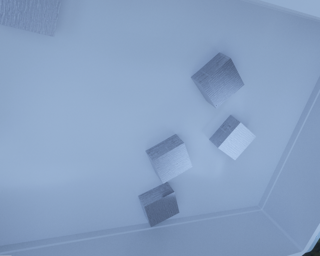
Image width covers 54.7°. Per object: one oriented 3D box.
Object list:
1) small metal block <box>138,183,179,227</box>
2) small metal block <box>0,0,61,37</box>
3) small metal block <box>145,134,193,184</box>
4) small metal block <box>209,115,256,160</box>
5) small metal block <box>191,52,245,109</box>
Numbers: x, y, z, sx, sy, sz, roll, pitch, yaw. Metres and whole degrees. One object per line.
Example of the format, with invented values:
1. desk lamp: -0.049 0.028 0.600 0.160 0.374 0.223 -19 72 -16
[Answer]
1. small metal block: -0.001 0.119 0.481 0.050 0.025 0.050 -24 127 -14
2. small metal block: -0.117 -0.114 0.274 0.050 0.025 0.050 6 115 -31
3. small metal block: 0.014 0.044 0.443 0.050 0.025 0.050 -29 128 -10
4. small metal block: 0.113 0.015 0.480 0.050 0.025 0.050 34 99 -39
5. small metal block: 0.077 -0.062 0.412 0.050 0.025 0.050 -41 130 0
